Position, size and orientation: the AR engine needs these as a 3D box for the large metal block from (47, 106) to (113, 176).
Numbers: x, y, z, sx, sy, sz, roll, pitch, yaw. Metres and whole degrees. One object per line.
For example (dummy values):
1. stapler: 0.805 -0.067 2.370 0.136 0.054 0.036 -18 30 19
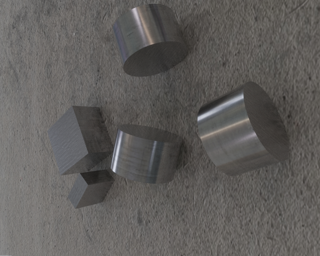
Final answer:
1. large metal block: -0.128 0.020 0.494 0.080 0.050 0.080 -36 68 34

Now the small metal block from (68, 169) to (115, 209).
1. small metal block: -0.106 0.093 0.476 0.025 0.050 0.050 45 117 30

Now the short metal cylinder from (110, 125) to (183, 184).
1. short metal cylinder: -0.017 0.030 0.383 0.080 0.081 0.050 20 103 38

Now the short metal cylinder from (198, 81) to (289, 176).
1. short metal cylinder: 0.082 0.002 0.302 0.050 0.081 0.080 -27 73 37

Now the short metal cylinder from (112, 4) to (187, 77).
1. short metal cylinder: -0.013 -0.104 0.380 0.080 0.081 0.050 -28 73 36
